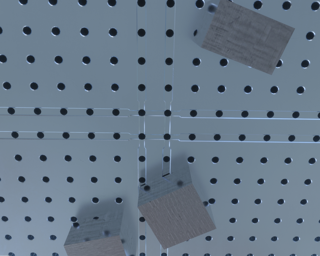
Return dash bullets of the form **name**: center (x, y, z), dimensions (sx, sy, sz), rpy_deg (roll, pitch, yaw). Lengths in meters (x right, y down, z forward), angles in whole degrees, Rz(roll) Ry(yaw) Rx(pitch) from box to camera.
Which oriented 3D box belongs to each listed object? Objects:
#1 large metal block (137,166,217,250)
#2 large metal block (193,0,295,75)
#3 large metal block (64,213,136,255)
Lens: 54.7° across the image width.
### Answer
- **large metal block**: center (0.024, 0.113, 0.442), dimensions (0.080, 0.050, 0.080), rpy_deg (-25, 109, 8)
- **large metal block**: center (0.087, -0.104, 0.347), dimensions (0.080, 0.080, 0.050), rpy_deg (19, 109, -7)
- **large metal block**: center (-0.087, 0.184, 0.467), dimensions (0.080, 0.050, 0.079), rpy_deg (-12, 110, 4)
